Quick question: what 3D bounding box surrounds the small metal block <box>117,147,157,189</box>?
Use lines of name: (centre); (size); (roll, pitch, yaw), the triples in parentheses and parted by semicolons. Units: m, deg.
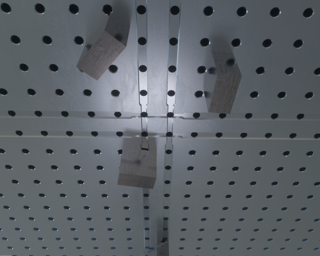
small metal block: (-0.032, 0.057, 0.443); (0.050, 0.050, 0.025); (9, 130, -8)

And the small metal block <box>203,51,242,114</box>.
small metal block: (0.069, -0.052, 0.352); (0.025, 0.050, 0.050); (4, 130, -4)

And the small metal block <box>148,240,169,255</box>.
small metal block: (-0.004, 0.259, 0.615); (0.025, 0.050, 0.050); (18, 128, -15)

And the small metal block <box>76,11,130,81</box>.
small metal block: (-0.058, -0.086, 0.322); (0.025, 0.050, 0.050); (33, 123, -25)
